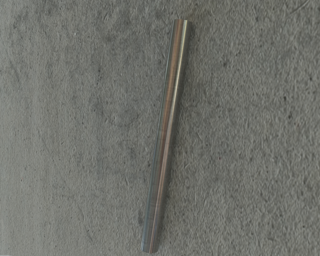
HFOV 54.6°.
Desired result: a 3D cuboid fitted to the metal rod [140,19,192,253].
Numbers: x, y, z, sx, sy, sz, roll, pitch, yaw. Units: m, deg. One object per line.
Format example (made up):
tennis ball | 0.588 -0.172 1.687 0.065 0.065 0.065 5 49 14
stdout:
metal rod | 0.007 0.016 0.400 0.025 0.025 0.298 14 99 39
